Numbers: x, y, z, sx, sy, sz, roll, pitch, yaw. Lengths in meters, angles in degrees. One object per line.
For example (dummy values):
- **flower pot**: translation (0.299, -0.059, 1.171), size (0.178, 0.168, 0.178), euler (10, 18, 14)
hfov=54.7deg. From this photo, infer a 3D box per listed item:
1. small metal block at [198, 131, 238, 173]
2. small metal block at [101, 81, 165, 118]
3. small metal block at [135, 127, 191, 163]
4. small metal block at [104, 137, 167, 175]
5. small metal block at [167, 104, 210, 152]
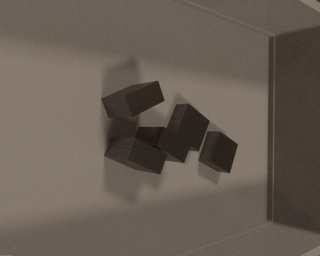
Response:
- **small metal block**: translation (0.092, 0.038, 0.487), size (0.050, 0.025, 0.050), euler (32, 70, -36)
- **small metal block**: translation (-0.032, -0.033, 0.365), size (0.050, 0.050, 0.025), euler (-30, 109, -36)
- **small metal block**: translation (0.001, 0.021, 0.393), size (0.050, 0.050, 0.025), euler (34, 69, -35)
- **small metal block**: translation (-0.029, 0.033, 0.368), size (0.050, 0.050, 0.025), euler (31, 71, -36)
- **small metal block**: translation (0.039, 0.000, 0.442), size (0.050, 0.025, 0.050), euler (35, 68, -35)
